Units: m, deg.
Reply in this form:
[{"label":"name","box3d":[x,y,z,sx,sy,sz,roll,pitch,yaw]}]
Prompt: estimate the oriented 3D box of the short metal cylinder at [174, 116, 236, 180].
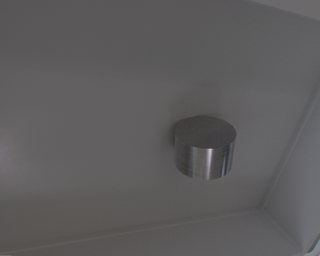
[{"label":"short metal cylinder","box3d":[0.060,0.025,0.420,0.081,0.080,0.050,-14,124,-21]}]
